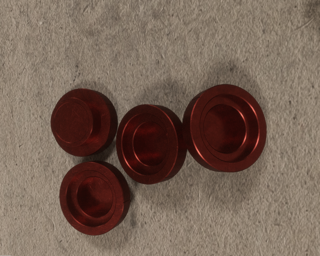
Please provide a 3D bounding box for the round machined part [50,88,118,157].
[{"bbox_3d":[-0.114,-0.008,0.439,0.098,0.042,0.097,0,90,19],"label":"round machined part"}]

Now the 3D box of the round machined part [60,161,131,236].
[{"bbox_3d":[-0.085,0.093,0.429,0.098,0.042,0.097,0,90,19],"label":"round machined part"}]

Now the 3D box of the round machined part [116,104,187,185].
[{"bbox_3d":[-0.006,0.020,0.392,0.098,0.042,0.097,1,91,37],"label":"round machined part"}]

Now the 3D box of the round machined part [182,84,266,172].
[{"bbox_3d":[0.070,0.002,0.357,0.099,0.042,0.097,3,82,-21],"label":"round machined part"}]
